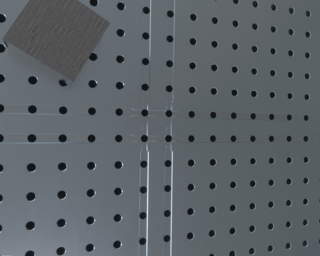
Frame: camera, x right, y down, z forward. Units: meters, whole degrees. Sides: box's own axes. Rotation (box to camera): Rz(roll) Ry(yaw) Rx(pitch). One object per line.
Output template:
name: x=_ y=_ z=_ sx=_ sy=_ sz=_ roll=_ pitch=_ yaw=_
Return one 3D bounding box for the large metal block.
large metal block: x=-0.116 y=-0.105 z=0.356 sx=0.080 sy=0.050 sz=0.080 roll=32 pitch=80 yaw=-17
